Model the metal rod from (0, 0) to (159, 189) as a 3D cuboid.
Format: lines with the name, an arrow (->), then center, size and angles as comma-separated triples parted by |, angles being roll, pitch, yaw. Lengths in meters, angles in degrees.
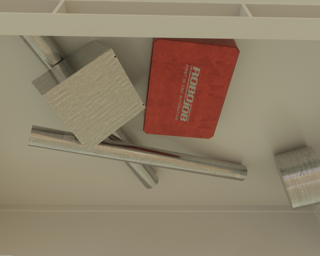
metal rod -> -0.080, -0.018, 0.392 | 0.025, 0.025, 0.299 | -21, 128, 16

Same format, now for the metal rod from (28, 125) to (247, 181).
metal rod -> -0.013, 0.038, 0.415 | 0.302, 0.025, 0.025 | 12, 130, -21

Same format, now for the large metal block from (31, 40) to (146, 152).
large metal block -> -0.075, -0.036, 0.338 | 0.080, 0.050, 0.080 | -39, 128, -13

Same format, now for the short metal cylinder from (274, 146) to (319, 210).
short metal cylinder -> 0.199, 0.070, 0.436 | 0.050, 0.080, 0.080 | -19, 128, 15

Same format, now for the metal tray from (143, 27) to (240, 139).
metal tray -> 0.031, -0.047, 0.366 | 0.091, 0.030, 0.129 | 5, 130, -5
